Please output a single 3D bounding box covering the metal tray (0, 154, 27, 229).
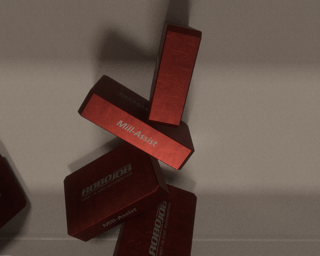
[{"bbox_3d":[-0.242,0.101,0.388,0.030,0.131,0.090,-9,112,27],"label":"metal tray"}]

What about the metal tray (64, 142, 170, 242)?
[{"bbox_3d":[-0.061,0.077,0.402,0.130,0.090,0.030,-30,138,10],"label":"metal tray"}]

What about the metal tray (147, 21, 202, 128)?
[{"bbox_3d":[0.012,-0.064,0.332,0.030,0.130,0.089,11,110,-4],"label":"metal tray"}]

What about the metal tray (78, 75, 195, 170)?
[{"bbox_3d":[-0.024,-0.010,0.372,0.130,0.090,0.030,31,107,-11],"label":"metal tray"}]

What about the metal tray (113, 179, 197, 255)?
[{"bbox_3d":[-0.004,0.135,0.406,0.090,0.130,0.030,21,137,-8],"label":"metal tray"}]
